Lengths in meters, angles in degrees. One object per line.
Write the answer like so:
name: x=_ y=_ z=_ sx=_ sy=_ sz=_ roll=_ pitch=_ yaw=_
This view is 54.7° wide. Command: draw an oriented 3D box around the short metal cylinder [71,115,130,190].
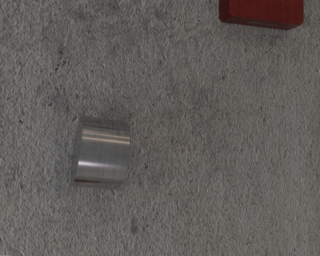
short metal cylinder: x=-0.070 y=0.028 z=0.354 sx=0.050 sy=0.080 sz=0.080 roll=9 pitch=87 yaw=-20

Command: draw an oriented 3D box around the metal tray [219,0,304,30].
metal tray: x=0.153 y=-0.201 z=0.463 sx=0.131 sy=0.030 sz=0.089 roll=-1 pitch=90 yaw=-20
